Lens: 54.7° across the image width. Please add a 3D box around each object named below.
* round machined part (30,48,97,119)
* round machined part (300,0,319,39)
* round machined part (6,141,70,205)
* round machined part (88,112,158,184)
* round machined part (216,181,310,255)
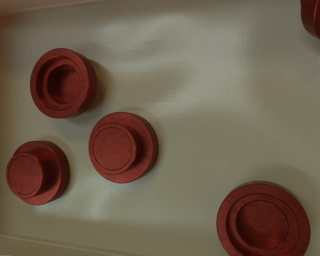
[{"bbox_3d":[-0.133,-0.062,0.447,0.098,0.042,0.097,0,90,19],"label":"round machined part"},{"bbox_3d":[0.186,-0.140,0.317,0.098,0.098,0.042,-44,41,14],"label":"round machined part"},{"bbox_3d":[-0.190,0.068,0.467,0.098,0.042,0.097,0,90,19],"label":"round machined part"},{"bbox_3d":[-0.055,0.027,0.420,0.098,0.042,0.097,0,90,19],"label":"round machined part"},{"bbox_3d":[0.118,0.110,0.360,0.098,0.042,0.097,0,90,19],"label":"round machined part"}]
